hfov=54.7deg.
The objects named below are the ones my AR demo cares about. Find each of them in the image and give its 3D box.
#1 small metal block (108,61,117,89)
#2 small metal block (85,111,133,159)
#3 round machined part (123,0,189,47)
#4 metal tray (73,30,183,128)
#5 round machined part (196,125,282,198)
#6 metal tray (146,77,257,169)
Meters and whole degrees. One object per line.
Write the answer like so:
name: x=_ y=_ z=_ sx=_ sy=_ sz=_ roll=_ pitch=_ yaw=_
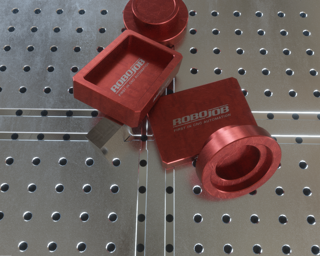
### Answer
small metal block: x=-0.069 y=-0.064 z=0.435 sx=0.050 sy=0.025 sz=0.050 roll=30 pitch=73 yaw=10
small metal block: x=-0.063 y=0.008 z=0.395 sx=0.025 sy=0.050 sz=0.050 roll=39 pitch=74 yaw=13
round machined part: x=-0.006 y=-0.171 z=0.465 sx=0.099 sy=0.042 sz=0.098 roll=0 pitch=70 yaw=0
metal tray: x=-0.037 y=-0.069 z=0.400 sx=0.090 sy=0.030 sz=0.130 roll=27 pitch=51 yaw=8
round machined part: x=0.089 y=0.035 z=0.369 sx=0.099 sy=0.097 sz=0.042 roll=-16 pitch=39 yaw=-6
metal tray: x=0.053 y=-0.008 z=0.412 sx=0.131 sy=0.030 sz=0.090 roll=-16 pitch=71 yaw=-6
